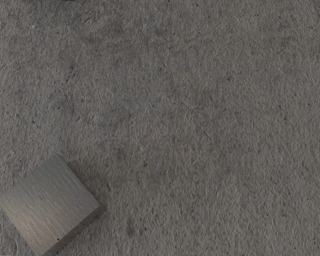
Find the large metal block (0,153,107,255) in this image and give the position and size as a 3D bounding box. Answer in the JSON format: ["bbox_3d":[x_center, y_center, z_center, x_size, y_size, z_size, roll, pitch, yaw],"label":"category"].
[{"bbox_3d":[-0.122,0.090,0.361,0.080,0.050,0.080,-40,75,-13],"label":"large metal block"}]
